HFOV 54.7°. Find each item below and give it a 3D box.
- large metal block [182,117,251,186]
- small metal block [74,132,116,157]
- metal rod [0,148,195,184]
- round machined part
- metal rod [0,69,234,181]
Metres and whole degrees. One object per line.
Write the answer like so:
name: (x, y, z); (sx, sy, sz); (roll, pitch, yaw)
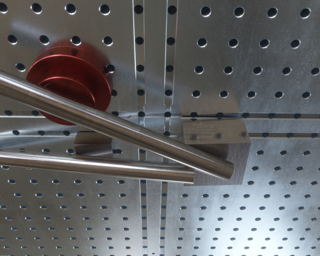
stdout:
large metal block: (0.072, 0.033, 0.421); (0.081, 0.050, 0.079); (-2, 130, 1)
small metal block: (-0.090, 0.032, 0.438); (0.050, 0.025, 0.050); (0, 130, 0)
metal rod: (-0.105, 0.049, 0.415); (0.301, 0.025, 0.025); (4, 131, 10)
round machined part: (-0.107, -0.041, 0.363); (0.099, 0.042, 0.097); (-1, 130, 0)
metal rod: (-0.050, -0.001, 0.347); (0.302, 0.025, 0.025); (22, 127, -15)
